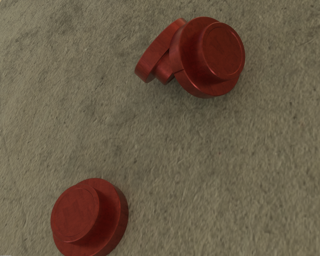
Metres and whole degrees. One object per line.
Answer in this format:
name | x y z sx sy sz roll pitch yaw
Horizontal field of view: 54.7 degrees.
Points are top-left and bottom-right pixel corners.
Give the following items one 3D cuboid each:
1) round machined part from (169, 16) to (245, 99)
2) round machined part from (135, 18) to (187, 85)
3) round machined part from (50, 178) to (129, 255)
round machined part | 0.063 -0.087 0.371 0.042 0.098 0.098 -10 52 57
round machined part | 0.014 -0.096 0.420 0.042 0.098 0.098 43 85 1
round machined part | -0.091 0.106 0.374 0.098 0.042 0.098 -13 56 20
